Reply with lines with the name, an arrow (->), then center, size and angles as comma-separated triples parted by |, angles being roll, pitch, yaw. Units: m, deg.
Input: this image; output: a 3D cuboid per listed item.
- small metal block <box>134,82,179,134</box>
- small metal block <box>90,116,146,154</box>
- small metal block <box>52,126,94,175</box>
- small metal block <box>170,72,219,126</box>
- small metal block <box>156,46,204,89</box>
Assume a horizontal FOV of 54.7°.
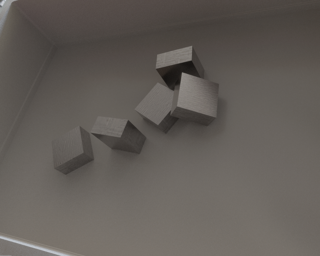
small metal block -> 0.003, -0.028, 0.422 | 0.050, 0.025, 0.050 | 34, 81, 38
small metal block -> -0.054, 0.010, 0.413 | 0.050, 0.050, 0.025 | 7, 66, 31
small metal block -> -0.128, 0.032, 0.453 | 0.050, 0.025, 0.050 | -28, 52, 10
small metal block -> 0.044, -0.036, 0.387 | 0.050, 0.025, 0.050 | 15, 62, -11
small metal block -> 0.029, -0.081, 0.424 | 0.050, 0.050, 0.025 | -9, 58, 24
